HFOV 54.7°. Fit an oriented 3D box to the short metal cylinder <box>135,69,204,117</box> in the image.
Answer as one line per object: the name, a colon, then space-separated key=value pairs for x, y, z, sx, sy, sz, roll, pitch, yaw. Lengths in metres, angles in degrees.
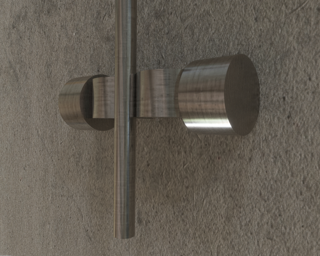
short metal cylinder: x=0.012 y=-0.037 z=0.360 sx=0.080 sy=0.081 sz=0.050 roll=1 pitch=91 yaw=40

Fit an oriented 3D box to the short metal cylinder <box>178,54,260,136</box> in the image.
short metal cylinder: x=0.063 y=-0.033 z=0.319 sx=0.050 sy=0.081 sz=0.080 roll=1 pitch=91 yaw=40

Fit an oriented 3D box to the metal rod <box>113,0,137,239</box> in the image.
metal rod: x=-0.040 y=-0.024 z=0.359 sx=0.025 sy=0.025 sz=0.298 roll=1 pitch=91 yaw=40

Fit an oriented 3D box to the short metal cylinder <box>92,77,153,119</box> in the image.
short metal cylinder: x=-0.049 y=-0.037 z=0.411 sx=0.080 sy=0.081 sz=0.050 roll=1 pitch=91 yaw=40

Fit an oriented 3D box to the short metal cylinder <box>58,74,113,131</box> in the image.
short metal cylinder: x=-0.099 y=-0.036 z=0.452 sx=0.050 sy=0.081 sz=0.080 roll=1 pitch=91 yaw=40
